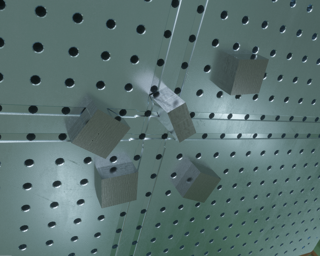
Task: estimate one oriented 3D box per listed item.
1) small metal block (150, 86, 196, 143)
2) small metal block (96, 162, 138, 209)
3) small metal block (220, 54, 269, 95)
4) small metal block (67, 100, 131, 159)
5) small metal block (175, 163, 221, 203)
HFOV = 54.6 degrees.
[{"bbox_3d":[0.017,-0.018,0.393,0.025,0.050,0.050,-31,129,-9],"label":"small metal block"},{"bbox_3d":[-0.059,0.078,0.427,0.050,0.025,0.050,-9,122,-24],"label":"small metal block"},{"bbox_3d":[0.116,-0.074,0.428,0.050,0.025,0.050,-6,121,-25],"label":"small metal block"},{"bbox_3d":[-0.073,0.003,0.372,0.050,0.025,0.050,33,100,-38],"label":"small metal block"},{"bbox_3d":[0.062,0.089,0.499,0.050,0.025,0.050,23,106,-37],"label":"small metal block"}]
